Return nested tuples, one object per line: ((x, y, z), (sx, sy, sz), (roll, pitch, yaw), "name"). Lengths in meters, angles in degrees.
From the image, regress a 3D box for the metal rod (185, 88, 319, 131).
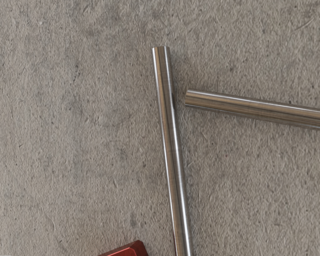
((0.176, -0.010, 0.347), (0.301, 0.025, 0.025), (12, 94, 19), "metal rod")

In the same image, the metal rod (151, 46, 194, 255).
((0.018, 0.044, 0.401), (0.025, 0.025, 0.298), (-7, 88, 19), "metal rod")

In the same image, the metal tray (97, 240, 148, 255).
((-0.042, 0.231, 0.420), (0.090, 0.030, 0.130), (-27, 81, 17), "metal tray")
